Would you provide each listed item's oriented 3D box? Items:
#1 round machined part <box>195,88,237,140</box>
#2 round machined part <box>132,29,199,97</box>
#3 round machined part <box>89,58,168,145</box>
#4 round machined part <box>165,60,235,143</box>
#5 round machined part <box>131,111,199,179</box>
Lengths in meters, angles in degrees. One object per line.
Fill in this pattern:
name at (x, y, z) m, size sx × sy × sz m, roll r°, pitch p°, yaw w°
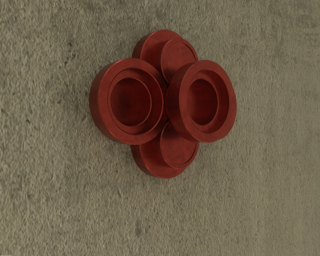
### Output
round machined part at (0.065, -0.031, 0.452) m, size 0.099 × 0.042 × 0.097 m, roll 0°, pitch 90°, yaw -40°
round machined part at (0.014, -0.081, 0.409) m, size 0.099 × 0.042 × 0.097 m, roll 0°, pitch 90°, yaw -40°
round machined part at (-0.039, -0.030, 0.364) m, size 0.099 × 0.042 × 0.097 m, roll 0°, pitch 90°, yaw -40°
round machined part at (0.045, -0.031, 0.380) m, size 0.099 × 0.042 × 0.097 m, roll -1°, pitch 91°, yaw -40°
round machined part at (0.013, 0.018, 0.408) m, size 0.099 × 0.042 × 0.097 m, roll 0°, pitch 90°, yaw -40°
